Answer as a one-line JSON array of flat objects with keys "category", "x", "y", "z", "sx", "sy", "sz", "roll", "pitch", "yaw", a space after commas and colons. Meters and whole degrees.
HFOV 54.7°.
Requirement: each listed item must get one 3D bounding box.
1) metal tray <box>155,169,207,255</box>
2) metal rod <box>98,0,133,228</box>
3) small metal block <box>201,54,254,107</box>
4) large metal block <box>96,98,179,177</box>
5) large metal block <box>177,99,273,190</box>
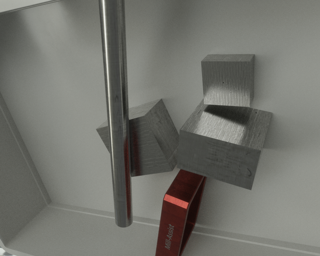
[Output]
[{"category": "metal tray", "x": 0.030, "y": 0.114, "z": 0.420, "sx": 0.030, "sy": 0.090, "sz": 0.129, "roll": 18, "pitch": 126, "yaw": 17}, {"category": "metal rod", "x": -0.049, "y": 0.003, "z": 0.369, "sx": 0.025, "sy": 0.025, "sz": 0.298, "roll": 13, "pitch": 122, "yaw": 20}, {"category": "small metal block", "x": 0.074, "y": -0.052, "z": 0.337, "sx": 0.050, "sy": 0.025, "sz": 0.050, "roll": 6, "pitch": 121, "yaw": 25}, {"category": "large metal block", "x": -0.024, "y": 0.016, "z": 0.413, "sx": 0.080, "sy": 0.050, "sz": 0.080, "roll": -14, "pitch": 112, "yaw": 33}, {"category": "large metal block", "x": 0.072, "y": 0.013, "z": 0.342, "sx": 0.080, "sy": 0.080, "sz": 0.050, "roll": 15, "pitch": 124, "yaw": 19}]
